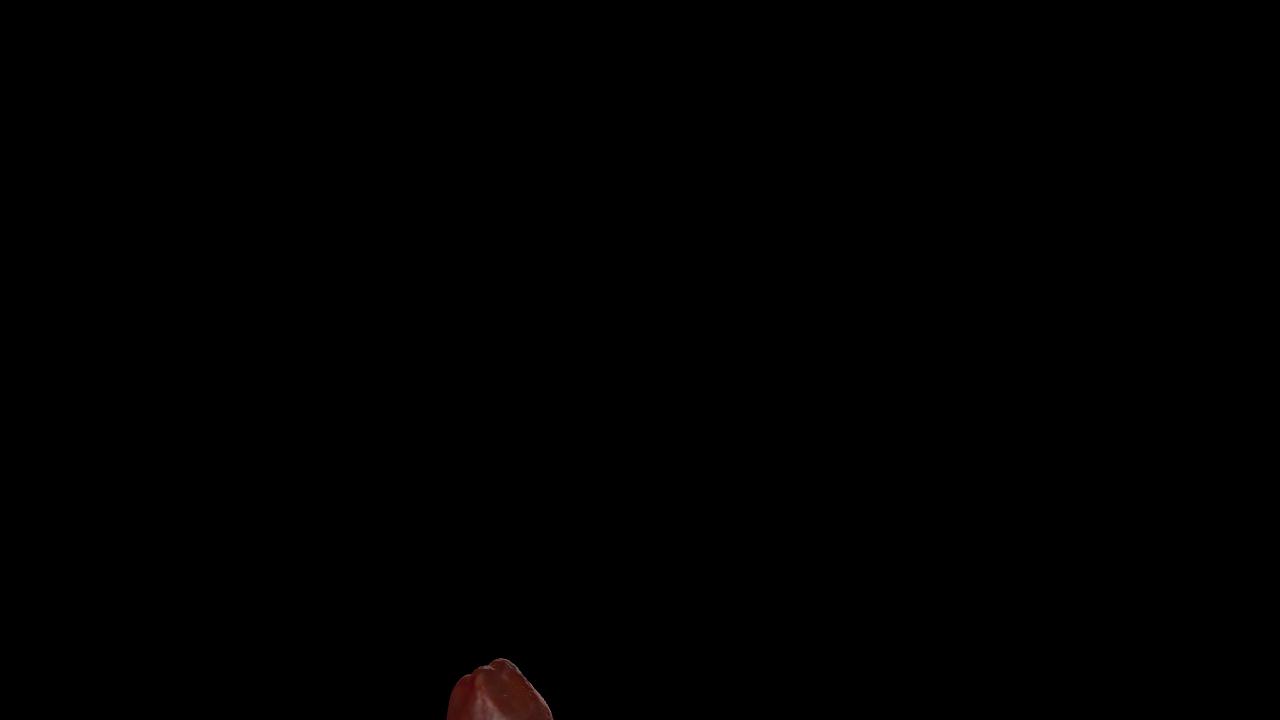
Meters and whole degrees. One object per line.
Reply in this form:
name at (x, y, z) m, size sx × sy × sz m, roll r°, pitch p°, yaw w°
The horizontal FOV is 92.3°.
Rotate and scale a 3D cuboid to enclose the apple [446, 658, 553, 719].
apple at (-0.104, 0.275, 0.452) m, size 0.079 × 0.093 × 0.079 m, roll -24°, pitch -30°, yaw -15°
